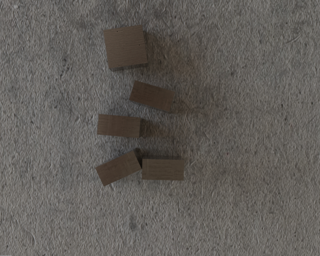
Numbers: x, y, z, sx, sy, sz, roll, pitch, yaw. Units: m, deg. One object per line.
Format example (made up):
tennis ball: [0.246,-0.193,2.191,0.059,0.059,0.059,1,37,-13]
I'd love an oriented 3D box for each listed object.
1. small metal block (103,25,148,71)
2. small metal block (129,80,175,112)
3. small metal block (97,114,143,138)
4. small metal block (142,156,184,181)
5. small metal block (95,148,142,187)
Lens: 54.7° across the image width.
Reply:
small metal block: [-0.044,-0.105,0.409,0.050,0.025,0.050,-8,90,0]
small metal block: [-0.009,-0.039,0.397,0.050,0.050,0.025,16,90,0]
small metal block: [-0.049,-0.003,0.397,0.050,0.050,0.025,5,90,0]
small metal block: [0.004,0.050,0.397,0.050,0.050,0.025,2,90,0]
small metal block: [-0.050,0.049,0.397,0.050,0.050,0.025,-24,90,0]
